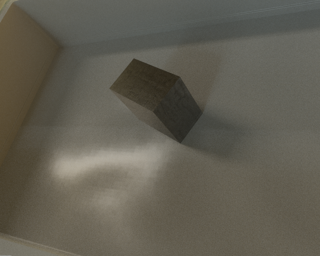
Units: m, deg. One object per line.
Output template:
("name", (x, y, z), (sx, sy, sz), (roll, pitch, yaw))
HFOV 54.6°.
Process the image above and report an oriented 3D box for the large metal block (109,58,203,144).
("large metal block", (-0.003, -0.034, 0.394), (0.080, 0.080, 0.050), (30, 78, 37))
